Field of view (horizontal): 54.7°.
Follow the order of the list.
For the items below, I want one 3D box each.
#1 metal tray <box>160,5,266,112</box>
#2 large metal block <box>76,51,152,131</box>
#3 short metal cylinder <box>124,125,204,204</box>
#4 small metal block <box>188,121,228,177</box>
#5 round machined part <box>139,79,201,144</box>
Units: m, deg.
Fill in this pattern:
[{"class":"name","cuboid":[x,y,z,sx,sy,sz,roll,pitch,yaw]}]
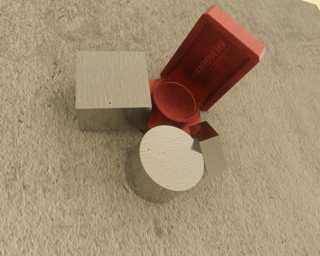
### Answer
[{"class":"metal tray","cuboid":[0.067,-0.090,0.429,0.090,0.129,0.030,39,51,-2]},{"class":"large metal block","cuboid":[-0.057,-0.044,0.371,0.081,0.050,0.080,-2,62,-10]},{"class":"short metal cylinder","cuboid":[0.004,0.044,0.367,0.081,0.050,0.080,14,56,-21]},{"class":"small metal block","cuboid":[0.060,0.025,0.394,0.025,0.050,0.050,-19,113,-3]},{"class":"round machined part","cuboid":[0.013,-0.028,0.421,0.099,0.042,0.098,14,56,-21]}]
